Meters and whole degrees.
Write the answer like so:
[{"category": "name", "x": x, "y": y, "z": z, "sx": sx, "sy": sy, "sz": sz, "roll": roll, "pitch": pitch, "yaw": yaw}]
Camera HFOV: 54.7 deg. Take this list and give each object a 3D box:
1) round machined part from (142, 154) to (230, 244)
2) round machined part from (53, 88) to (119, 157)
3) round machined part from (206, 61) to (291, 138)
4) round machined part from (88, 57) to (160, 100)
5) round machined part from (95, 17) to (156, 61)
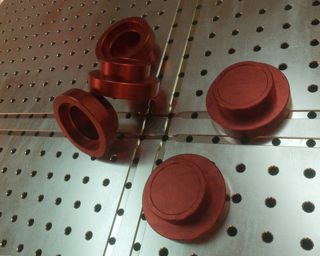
[{"category": "round machined part", "x": 0.024, "y": 0.072, "z": 0.340, "sx": 0.098, "sy": 0.042, "sz": 0.098, "roll": -13, "pitch": 56, "yaw": 20}, {"category": "round machined part", "x": -0.096, "y": -0.012, "z": 0.425, "sx": 0.098, "sy": 0.097, "sz": 0.042, "roll": 15, "pitch": 42, "yaw": 34}, {"category": "round machined part", "x": 0.102, "y": -0.040, "z": 0.368, "sx": 0.098, "sy": 0.042, "sz": 0.098, "roll": -13, "pitch": 56, "yaw": 20}, {"category": "round machined part", "x": -0.049, "y": -0.072, "z": 0.428, "sx": 0.098, "sy": 0.099, "sz": 0.042, "roll": 22, "pitch": 114, "yaw": 35}, {"category": "round machined part", "x": -0.052, "y": -0.129, "z": 0.502, "sx": 0.098, "sy": 0.042, "sz": 0.098, "roll": -13, "pitch": 56, "yaw": 20}]
